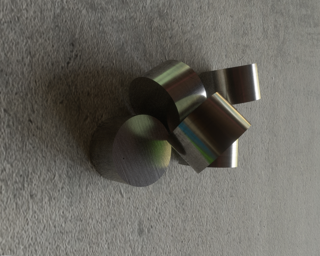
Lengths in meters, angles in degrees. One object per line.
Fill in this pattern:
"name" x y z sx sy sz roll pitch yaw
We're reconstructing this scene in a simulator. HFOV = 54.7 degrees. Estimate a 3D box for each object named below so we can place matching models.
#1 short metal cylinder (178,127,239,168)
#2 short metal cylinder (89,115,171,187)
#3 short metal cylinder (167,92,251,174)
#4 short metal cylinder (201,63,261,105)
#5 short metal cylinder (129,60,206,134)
"short metal cylinder" 0.066 0.025 0.424 0.081 0.080 0.050 3 88 -40
"short metal cylinder" -0.034 0.025 0.360 0.081 0.050 0.080 0 90 -40
"short metal cylinder" 0.054 0.006 0.346 0.050 0.080 0.080 47 56 8
"short metal cylinder" 0.104 -0.063 0.456 0.081 0.080 0.050 -17 101 -39
"short metal cylinder" 0.009 -0.036 0.376 0.050 0.080 0.080 -38 113 -34
